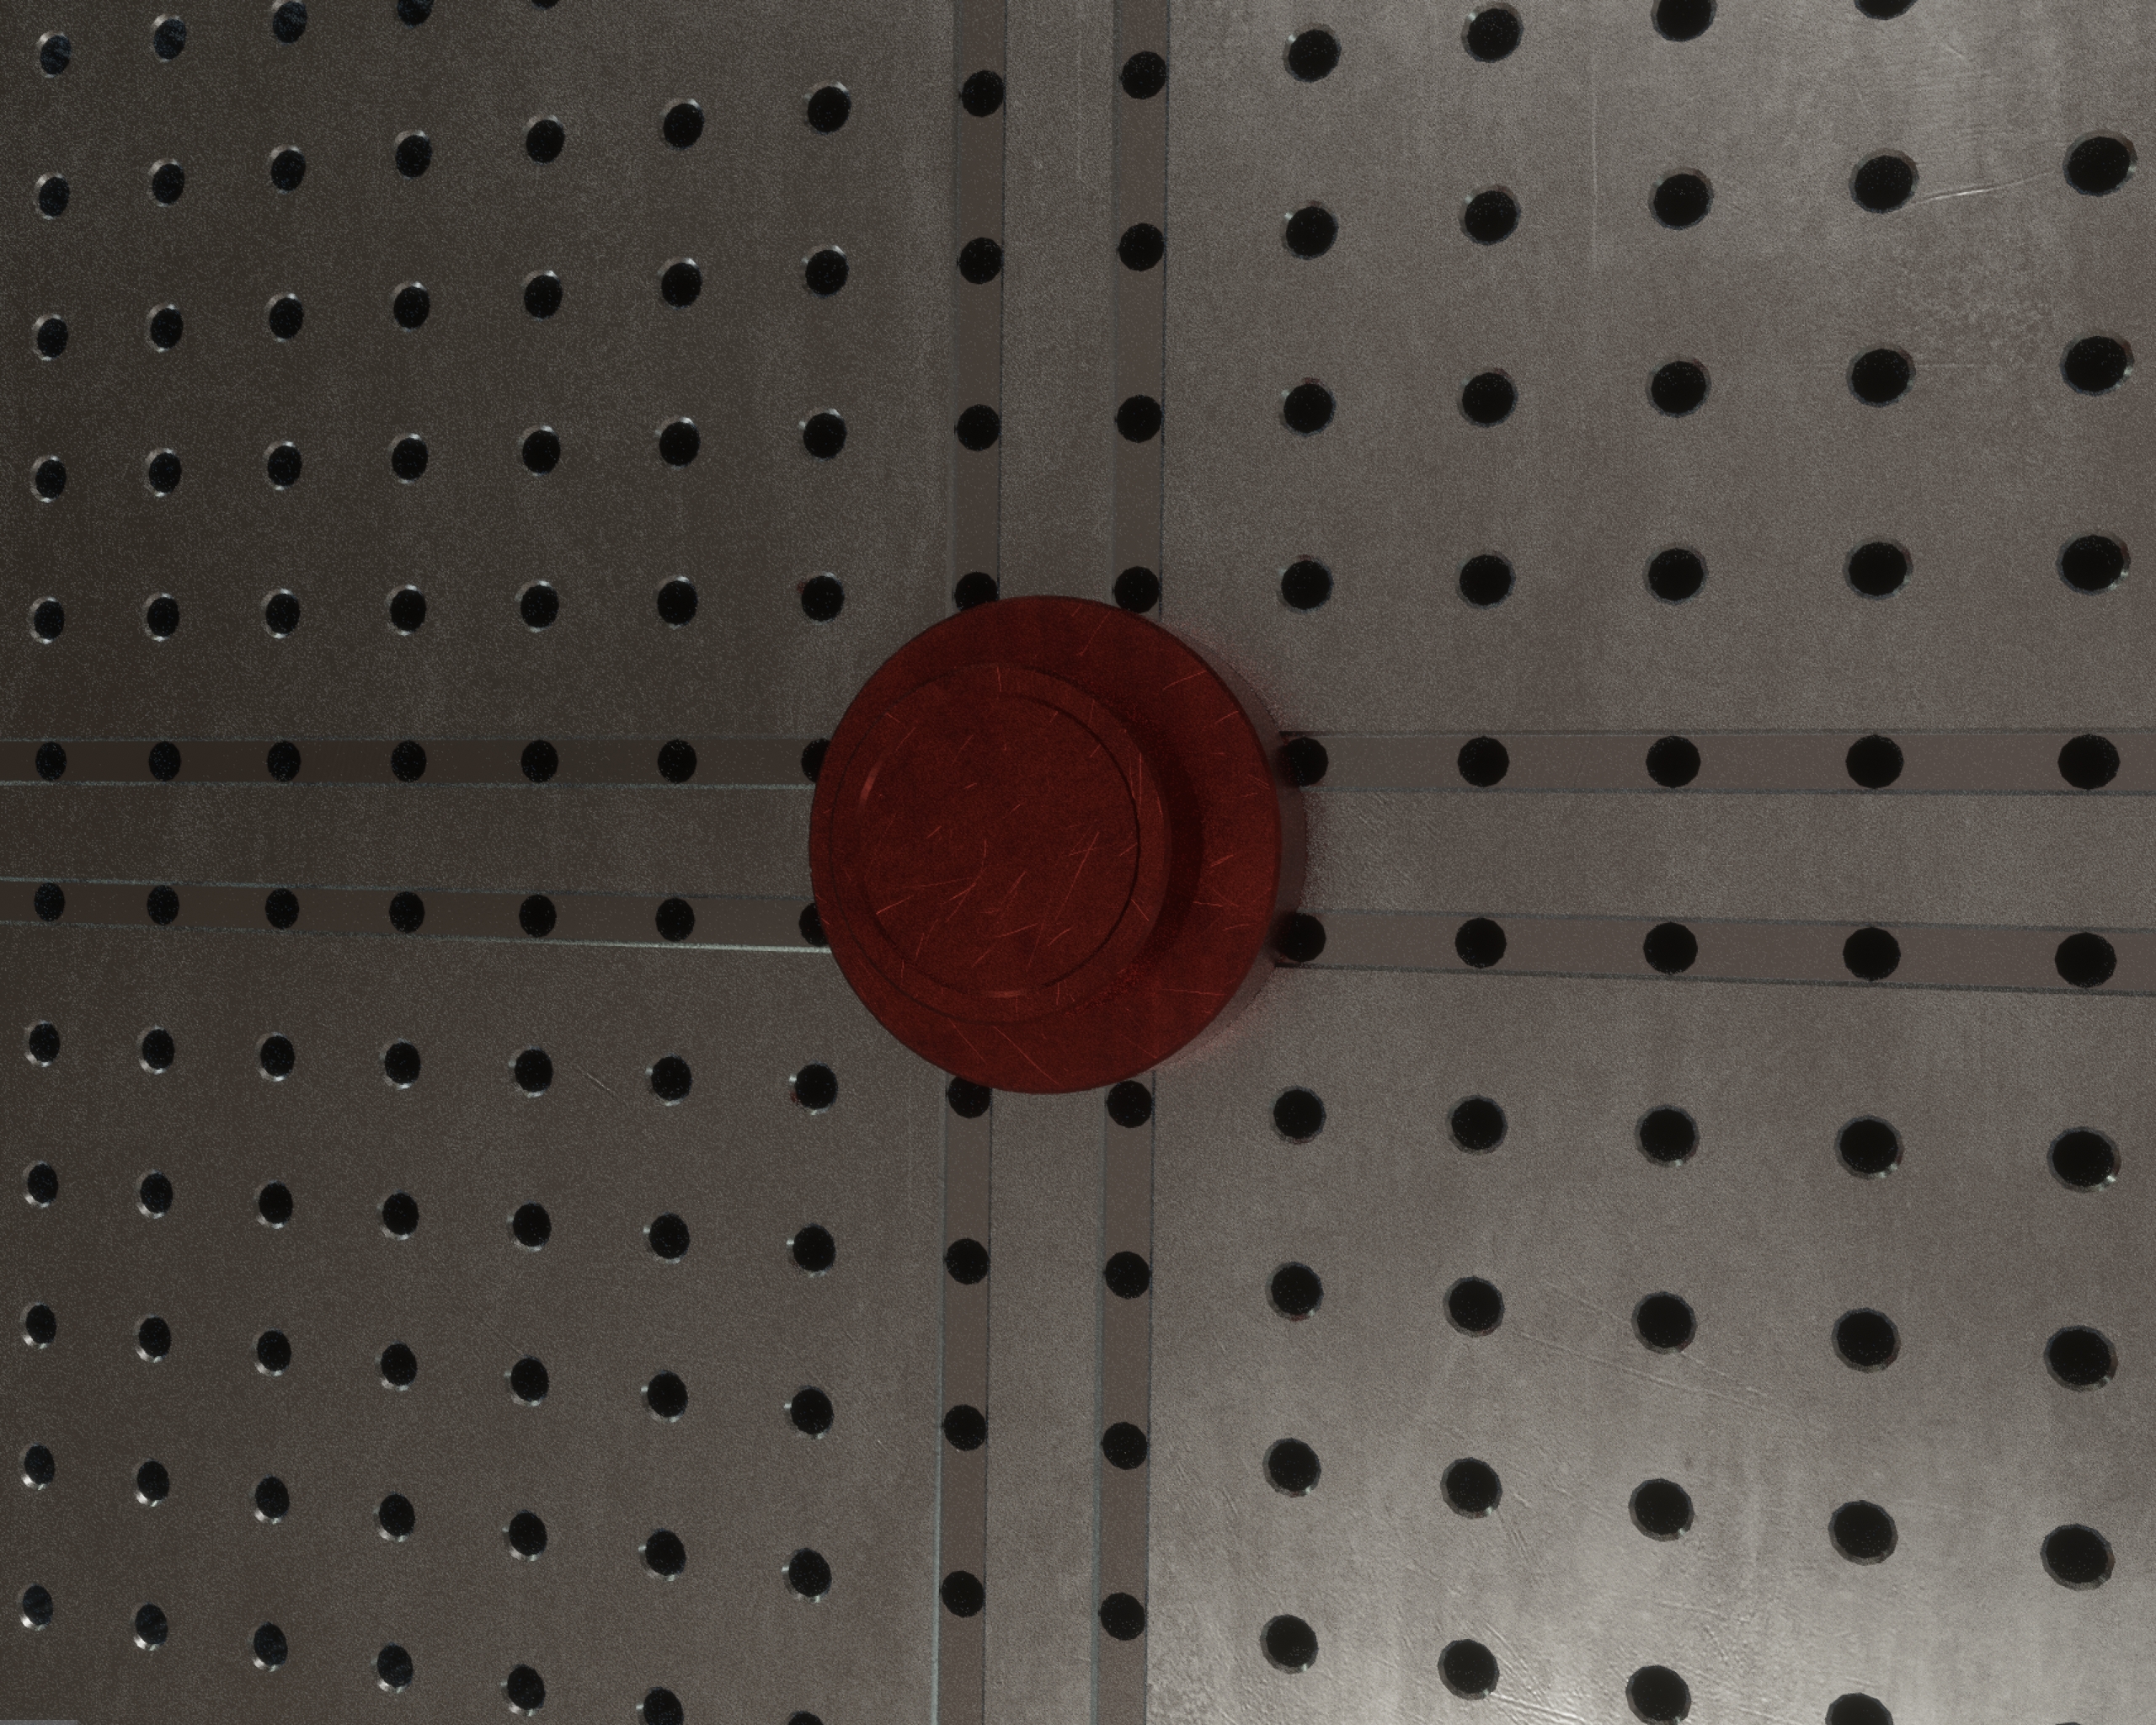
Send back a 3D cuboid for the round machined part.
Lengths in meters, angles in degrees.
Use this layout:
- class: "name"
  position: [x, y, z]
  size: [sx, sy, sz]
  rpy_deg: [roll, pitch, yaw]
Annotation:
- class: "round machined part"
  position: [-0.009, -0.003, 0.405]
  size: [0.098, 0.042, 0.097]
  rpy_deg: [0, 90, 19]
